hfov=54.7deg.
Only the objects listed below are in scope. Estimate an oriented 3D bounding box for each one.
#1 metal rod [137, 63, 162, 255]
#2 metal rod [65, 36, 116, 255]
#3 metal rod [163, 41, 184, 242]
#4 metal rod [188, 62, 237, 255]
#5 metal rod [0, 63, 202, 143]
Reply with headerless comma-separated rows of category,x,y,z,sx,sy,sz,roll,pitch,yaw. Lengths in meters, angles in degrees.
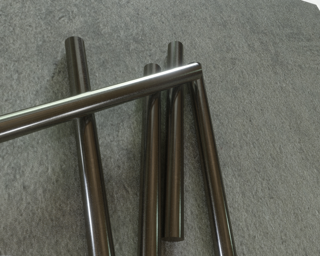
metal rod,-0.011,0.042,0.373,0.025,0.025,0.299,14,56,-21
metal rod,-0.082,0.018,0.349,0.025,0.025,0.299,1,61,-28
metal rod,0.019,-0.005,0.418,0.025,0.025,0.300,16,55,-20
metal rod,0.065,0.033,0.420,0.025,0.025,0.299,9,58,-24
metal rod,-0.060,-0.036,0.360,0.302,0.025,0.025,-23,74,-36
